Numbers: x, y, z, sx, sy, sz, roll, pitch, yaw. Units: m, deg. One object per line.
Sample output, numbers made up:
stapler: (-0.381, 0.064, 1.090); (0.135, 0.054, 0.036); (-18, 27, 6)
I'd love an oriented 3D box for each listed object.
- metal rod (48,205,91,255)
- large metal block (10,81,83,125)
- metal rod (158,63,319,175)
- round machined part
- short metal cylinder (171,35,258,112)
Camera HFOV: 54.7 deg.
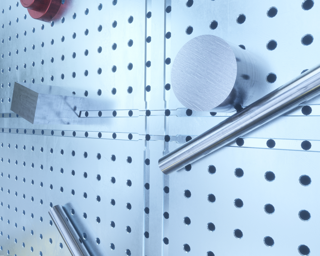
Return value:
metal rod: (-0.101, 0.243, 0.489); (0.300, 0.025, 0.025); (47, 118, 29)
large metal block: (-0.194, -0.042, 0.531); (0.080, 0.081, 0.050); (23, 105, 37)
metal rod: (0.110, -0.020, 0.317); (0.299, 0.025, 0.025); (-34, 69, 34)
round machined part: (-0.229, -0.255, 0.584); (0.098, 0.042, 0.097); (0, 90, 39)
short metal cylinder: (0.059, -0.057, 0.343); (0.080, 0.050, 0.079); (0, 90, 39)
